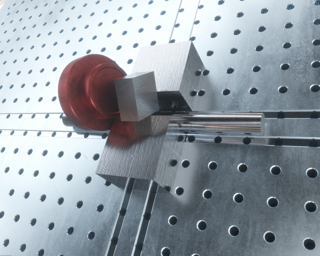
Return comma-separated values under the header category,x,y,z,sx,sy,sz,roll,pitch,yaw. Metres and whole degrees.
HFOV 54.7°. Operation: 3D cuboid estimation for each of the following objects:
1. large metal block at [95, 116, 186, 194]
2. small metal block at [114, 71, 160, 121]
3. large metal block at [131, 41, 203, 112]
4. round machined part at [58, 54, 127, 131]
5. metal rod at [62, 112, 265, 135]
category,x,y,z,sx,sy,sz,roll,pitch,yaw
large metal block,-0.022,0.031,0.385,0.080,0.050,0.080,1,62,29
small metal block,-0.027,-0.039,0.374,0.025,0.050,0.050,1,18,29
large metal block,0.008,-0.069,0.431,0.080,0.050,0.080,1,62,28
round machined part,-0.073,-0.045,0.390,0.042,0.098,0.098,-4,59,43
metal rod,-0.015,-0.010,0.422,0.300,0.025,0.025,2,63,29
